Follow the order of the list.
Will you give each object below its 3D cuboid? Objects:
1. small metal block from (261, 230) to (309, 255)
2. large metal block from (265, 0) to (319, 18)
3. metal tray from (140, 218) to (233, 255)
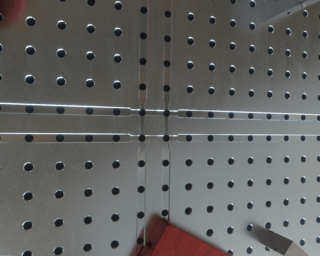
[{"bbox_3d":[0.193,0.188,0.473,0.050,0.050,0.025,42,77,-16],"label":"small metal block"},{"bbox_3d":[0.216,-0.212,0.465,0.081,0.080,0.050,-22,98,-19],"label":"large metal block"},{"bbox_3d":[0.036,0.194,0.425,0.130,0.030,0.090,33,79,-18],"label":"metal tray"}]
